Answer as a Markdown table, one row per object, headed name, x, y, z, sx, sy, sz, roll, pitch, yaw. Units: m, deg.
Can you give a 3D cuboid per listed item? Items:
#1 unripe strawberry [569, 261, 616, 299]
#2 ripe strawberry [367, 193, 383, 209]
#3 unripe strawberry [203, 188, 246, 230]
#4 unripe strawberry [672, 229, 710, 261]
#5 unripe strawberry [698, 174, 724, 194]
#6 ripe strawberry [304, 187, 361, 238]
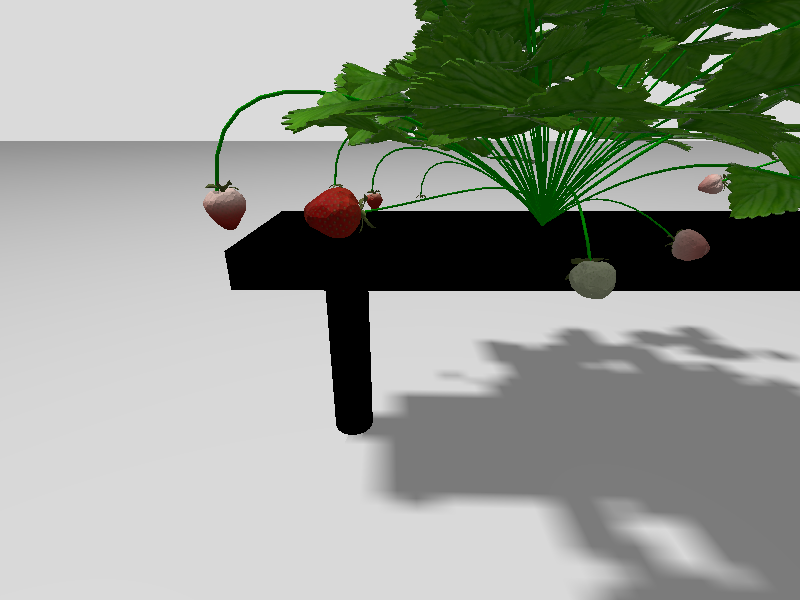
| name | x | y | z | sx | sy | sz | roll | pitch | yaw |
| --- | --- | --- | --- | --- | --- | --- | --- | --- | --- |
| unripe strawberry | 0.094 | -0.009 | 0.195 | 0.021 | 0.019 | 0.019 | 4 | -39 | 10 |
| ripe strawberry | -0.026 | -0.100 | 0.405 | 0.016 | 0.016 | 0.018 | 9 | 25 | 20 |
| unripe strawberry | -0.135 | -0.070 | 0.311 | 0.030 | 0.031 | 0.029 | -3 | 23 | -7 |
| unripe strawberry | 0.182 | -0.034 | 0.251 | 0.017 | 0.020 | 0.019 | -12 | 31 | -26 |
| unripe strawberry | 0.392 | -0.146 | 0.506 | 0.028 | 0.025 | 0.026 | -23 | 11 | -42 |
| ripe strawberry | -0.051 | -0.066 | 0.303 | 0.042 | 0.036 | 0.042 | -6 | 24 | -13 |
